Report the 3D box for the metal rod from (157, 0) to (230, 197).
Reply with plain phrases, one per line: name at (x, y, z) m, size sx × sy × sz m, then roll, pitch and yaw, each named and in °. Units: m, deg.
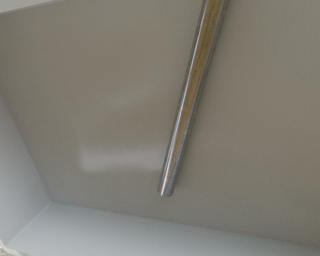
metal rod at (0.034, -0.026, 0.373) m, size 0.025 × 0.025 × 0.298 m, roll 22°, pitch 127°, yaw 14°
